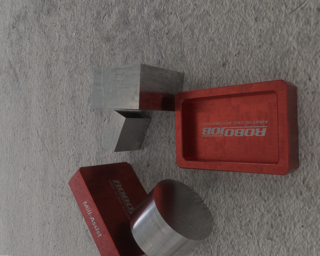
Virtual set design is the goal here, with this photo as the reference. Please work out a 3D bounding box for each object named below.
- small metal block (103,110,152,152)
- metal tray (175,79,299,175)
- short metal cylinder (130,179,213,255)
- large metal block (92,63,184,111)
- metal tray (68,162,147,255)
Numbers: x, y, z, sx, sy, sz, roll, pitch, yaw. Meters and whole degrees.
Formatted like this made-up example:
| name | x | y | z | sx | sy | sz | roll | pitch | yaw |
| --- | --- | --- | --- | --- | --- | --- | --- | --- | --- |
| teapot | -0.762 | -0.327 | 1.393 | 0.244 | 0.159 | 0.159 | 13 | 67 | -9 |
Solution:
| name | x | y | z | sx | sy | sz | roll | pitch | yaw |
| --- | --- | --- | --- | --- | --- | --- | --- | --- | --- |
| small metal block | -0.044 | 0.004 | 0.425 | 0.025 | 0.050 | 0.050 | 33 | 110 | 35 |
| metal tray | 0.077 | 0.001 | 0.337 | 0.130 | 0.030 | 0.089 | -2 | 89 | 40 |
| short metal cylinder | 0.013 | 0.107 | 0.358 | 0.050 | 0.081 | 0.080 | -52 | 60 | 27 |
| large metal block | -0.027 | -0.048 | 0.391 | 0.080 | 0.081 | 0.050 | 5 | 93 | 40 |
| metal tray | -0.052 | 0.108 | 0.405 | 0.030 | 0.091 | 0.130 | -48 | 62 | 29 |
